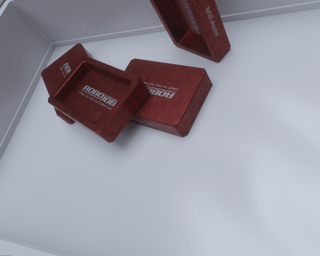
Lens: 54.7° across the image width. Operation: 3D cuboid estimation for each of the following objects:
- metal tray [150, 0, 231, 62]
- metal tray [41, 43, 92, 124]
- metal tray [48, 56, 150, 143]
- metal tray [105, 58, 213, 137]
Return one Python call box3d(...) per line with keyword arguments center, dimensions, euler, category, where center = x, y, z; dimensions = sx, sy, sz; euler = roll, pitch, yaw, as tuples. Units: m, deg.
box3d(center=(0.036, -0.151, 0.411), dimensions=(0.090, 0.130, 0.030), euler=(34, 81, 38), category="metal tray")
box3d(center=(-0.144, -0.078, 0.524), dimensions=(0.090, 0.030, 0.130), euler=(-37, 51, 3), category="metal tray")
box3d(center=(-0.089, -0.045, 0.435), dimensions=(0.130, 0.030, 0.090), euler=(27, 76, 36), category="metal tray")
box3d(center=(-0.005, -0.047, 0.432), dimensions=(0.130, 0.030, 0.090), euler=(16, 70, 34), category="metal tray")
